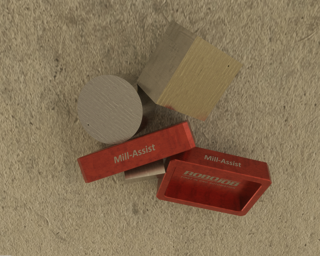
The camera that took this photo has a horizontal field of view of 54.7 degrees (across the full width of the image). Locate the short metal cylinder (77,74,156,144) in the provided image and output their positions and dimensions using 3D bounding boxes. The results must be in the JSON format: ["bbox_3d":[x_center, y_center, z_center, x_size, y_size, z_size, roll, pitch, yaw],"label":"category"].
[{"bbox_3d":[-0.051,-0.025,0.375,0.080,0.050,0.079,3,102,15],"label":"short metal cylinder"}]

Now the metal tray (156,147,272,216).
[{"bbox_3d":[0.068,0.072,0.416,0.131,0.030,0.089,13,134,-5],"label":"metal tray"}]

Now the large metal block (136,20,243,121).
[{"bbox_3d":[0.033,-0.062,0.355,0.080,0.050,0.080,17,113,-41],"label":"large metal block"}]

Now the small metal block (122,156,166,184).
[{"bbox_3d":[-0.023,0.055,0.408,0.050,0.050,0.025,-8,75,-11],"label":"small metal block"}]

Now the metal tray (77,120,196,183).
[{"bbox_3d":[-0.023,0.025,0.381,0.130,0.090,0.030,-19,91,6],"label":"metal tray"}]
